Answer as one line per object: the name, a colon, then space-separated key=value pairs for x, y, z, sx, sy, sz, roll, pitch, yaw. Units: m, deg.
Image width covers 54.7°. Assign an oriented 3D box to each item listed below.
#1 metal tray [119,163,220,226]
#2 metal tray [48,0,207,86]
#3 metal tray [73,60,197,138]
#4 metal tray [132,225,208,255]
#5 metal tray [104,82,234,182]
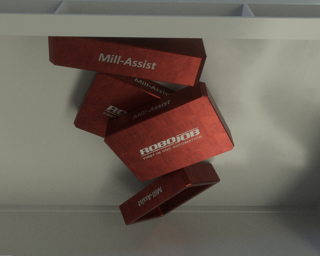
metal tray: x=0.014 y=0.098 z=0.459 sx=0.130 sy=0.030 sz=0.091 roll=-39 pitch=153 yaw=28
metal tray: x=-0.027 y=-0.085 z=0.293 sx=0.131 sy=0.090 sz=0.030 roll=8 pitch=130 yaw=-7
metal tray: x=-0.030 y=-0.018 z=0.390 sx=0.131 sy=0.030 sz=0.089 roll=22 pitch=127 yaw=-18
metal tray: x=0.017 y=0.239 z=0.612 sx=0.131 sy=0.030 sz=0.089 roll=13 pitch=129 yaw=-12
metal tray: x=0.011 y=0.009 z=0.374 sx=0.130 sy=0.030 sz=0.090 roll=-23 pitch=127 yaw=17
